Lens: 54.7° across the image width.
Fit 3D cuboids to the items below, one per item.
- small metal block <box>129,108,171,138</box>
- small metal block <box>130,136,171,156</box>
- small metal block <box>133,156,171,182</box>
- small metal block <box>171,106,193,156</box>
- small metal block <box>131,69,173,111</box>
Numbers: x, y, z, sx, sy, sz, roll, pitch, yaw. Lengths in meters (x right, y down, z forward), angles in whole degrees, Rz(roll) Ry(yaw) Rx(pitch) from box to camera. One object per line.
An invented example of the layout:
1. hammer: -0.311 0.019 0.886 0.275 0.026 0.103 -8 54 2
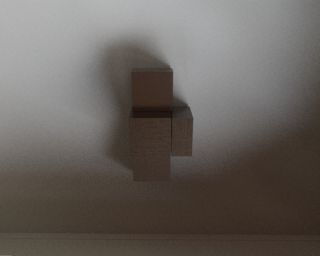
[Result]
1. small metal block: -0.012 -0.009 0.393 0.050 0.050 0.025 0 110 0
2. small metal block: -0.011 0.014 0.401 0.050 0.050 0.025 0 110 0
3. small metal block: -0.011 0.045 0.426 0.050 0.025 0.050 0 110 0
4. small metal block: 0.027 0.003 0.397 0.025 0.050 0.050 0 110 0
5. small metal block: -0.009 -0.048 0.391 0.050 0.025 0.050 0 110 0
